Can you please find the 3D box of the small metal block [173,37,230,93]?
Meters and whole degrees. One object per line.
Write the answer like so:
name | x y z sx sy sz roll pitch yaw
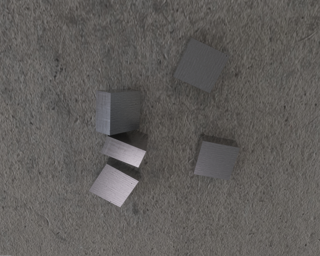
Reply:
small metal block | 0.049 -0.078 0.381 0.050 0.025 0.050 23 108 -9

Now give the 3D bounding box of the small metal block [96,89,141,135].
small metal block | -0.051 -0.022 0.383 0.025 0.050 0.050 14 107 37

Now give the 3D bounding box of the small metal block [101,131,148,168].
small metal block | -0.045 0.020 0.403 0.050 0.050 0.025 23 111 -8

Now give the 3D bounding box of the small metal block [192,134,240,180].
small metal block | 0.075 0.040 0.425 0.050 0.025 0.050 11 110 -4

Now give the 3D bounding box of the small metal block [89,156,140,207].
small metal block | -0.064 0.076 0.437 0.050 0.025 0.050 31 107 -11
